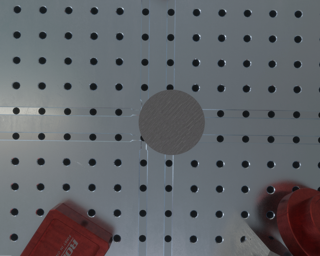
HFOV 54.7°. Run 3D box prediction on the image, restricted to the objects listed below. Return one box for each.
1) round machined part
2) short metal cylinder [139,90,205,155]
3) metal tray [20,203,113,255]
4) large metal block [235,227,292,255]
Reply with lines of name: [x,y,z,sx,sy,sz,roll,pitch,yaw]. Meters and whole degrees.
round machined part: [0.198,0.120,0.381,0.099,0.042,0.098,12,55,-18]
short metal cylinder: [0.014,-0.007,0.401,0.081,0.050,0.079,0,90,0]
metal tray: [-0.135,0.179,0.409,0.090,0.030,0.130,33,90,0]
large metal block: [0.127,0.184,0.387,0.050,0.080,0.080,28,90,0]
